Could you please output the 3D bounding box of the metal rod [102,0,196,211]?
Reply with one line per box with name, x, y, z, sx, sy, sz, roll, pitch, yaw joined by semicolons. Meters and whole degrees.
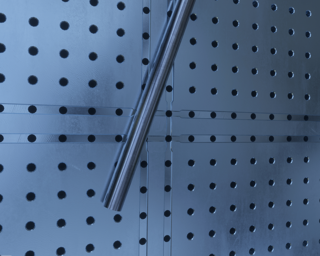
metal rod;-0.012;-0.040;0.407;0.025;0.025;0.299;22;83;-19
